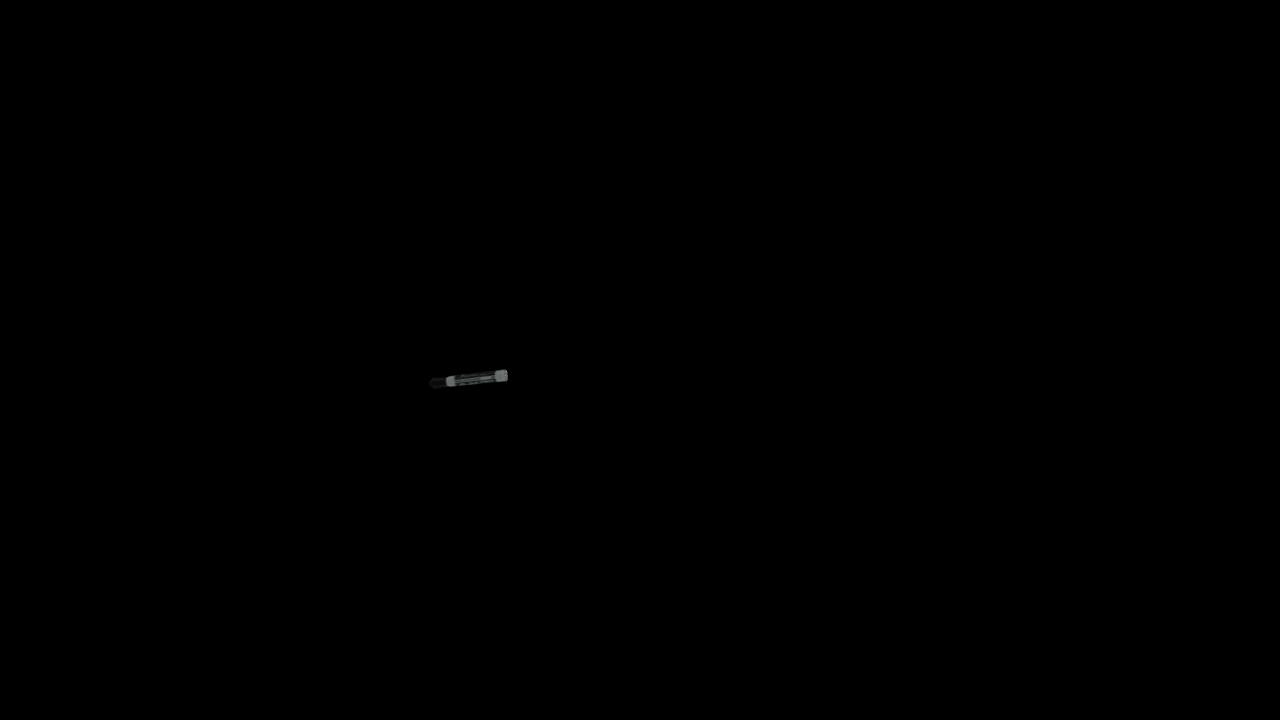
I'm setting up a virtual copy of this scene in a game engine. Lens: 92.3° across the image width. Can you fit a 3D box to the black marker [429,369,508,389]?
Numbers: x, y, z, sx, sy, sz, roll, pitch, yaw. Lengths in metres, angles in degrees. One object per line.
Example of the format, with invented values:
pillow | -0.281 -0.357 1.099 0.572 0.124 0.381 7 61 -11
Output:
black marker | -0.267 0.030 0.954 0.121 0.020 0.020 -6 0 2
